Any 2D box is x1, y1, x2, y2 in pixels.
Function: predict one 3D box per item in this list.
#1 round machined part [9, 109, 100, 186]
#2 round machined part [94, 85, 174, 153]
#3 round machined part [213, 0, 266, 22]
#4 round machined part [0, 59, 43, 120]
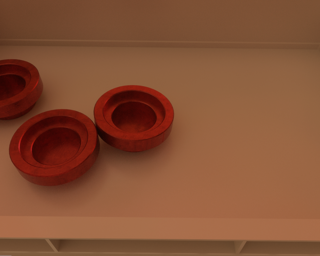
[{"bbox_3d":[-0.121,0.027,0.370,0.099,0.042,0.098,0,50,0],"label":"round machined part"},{"bbox_3d":[-0.033,-0.008,0.396,0.099,0.042,0.098,4,47,-4],"label":"round machined part"},{"bbox_3d":[0.153,-0.243,0.603,0.099,0.042,0.098,0,50,0],"label":"round machined part"},{"bbox_3d":[-0.214,-0.049,0.433,0.099,0.042,0.098,0,50,0],"label":"round machined part"}]
